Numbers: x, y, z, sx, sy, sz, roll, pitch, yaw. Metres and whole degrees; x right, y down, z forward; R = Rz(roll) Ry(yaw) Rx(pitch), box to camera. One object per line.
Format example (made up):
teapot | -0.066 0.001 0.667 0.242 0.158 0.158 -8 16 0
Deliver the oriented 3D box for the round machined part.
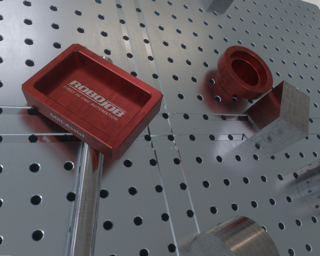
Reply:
round machined part | 0.139 -0.088 0.526 0.099 0.042 0.098 14 56 -21

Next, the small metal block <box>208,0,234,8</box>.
small metal block | 0.122 -0.282 0.646 0.050 0.025 0.050 -5 64 -31

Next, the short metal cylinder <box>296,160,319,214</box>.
short metal cylinder | 0.261 0.088 0.479 0.081 0.050 0.080 14 56 -21

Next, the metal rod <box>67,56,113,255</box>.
metal rod | -0.076 0.039 0.343 0.025 0.025 0.299 13 56 -21

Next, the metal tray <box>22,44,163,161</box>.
metal tray | -0.075 -0.034 0.354 0.130 0.030 0.090 32 60 12

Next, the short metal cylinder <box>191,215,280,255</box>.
short metal cylinder | 0.079 0.141 0.329 0.050 0.080 0.080 -14 69 -34

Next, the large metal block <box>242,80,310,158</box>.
large metal block | 0.178 -0.012 0.476 0.050 0.080 0.080 31 52 -9
